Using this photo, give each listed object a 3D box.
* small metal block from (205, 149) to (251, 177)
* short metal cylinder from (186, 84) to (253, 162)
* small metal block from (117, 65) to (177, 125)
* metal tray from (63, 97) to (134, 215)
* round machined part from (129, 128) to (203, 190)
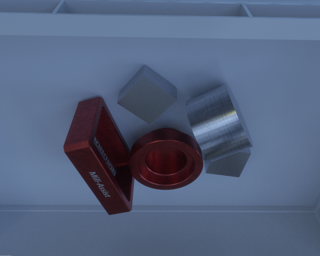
[{"bbox_3d":[0.095,0.042,0.444,0.050,0.025,0.050,8,129,-6],"label":"small metal block"},{"bbox_3d":[0.071,-0.006,0.367,0.050,0.080,0.080,-23,127,18],"label":"short metal cylinder"},{"bbox_3d":[-0.015,-0.039,0.373,0.050,0.025,0.050,34,123,-24],"label":"small metal block"},{"bbox_3d":[-0.069,0.037,0.395,0.030,0.090,0.129,-13,129,11],"label":"metal tray"},{"bbox_3d":[0.008,0.038,0.427,0.099,0.042,0.097,-1,130,0],"label":"round machined part"}]
